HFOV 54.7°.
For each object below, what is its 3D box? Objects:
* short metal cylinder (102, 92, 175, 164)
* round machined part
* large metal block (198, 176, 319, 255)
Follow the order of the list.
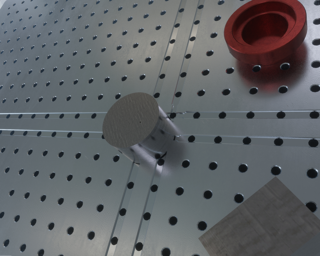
[{"bbox_3d":[-0.027,0.000,0.406,0.080,0.050,0.080,-13,56,21],"label":"short metal cylinder"},{"bbox_3d":[0.136,-0.120,0.400,0.098,0.042,0.098,-13,56,21],"label":"round machined part"},{"bbox_3d":[0.091,0.098,0.265,0.080,0.080,0.050,-39,51,2],"label":"large metal block"}]
